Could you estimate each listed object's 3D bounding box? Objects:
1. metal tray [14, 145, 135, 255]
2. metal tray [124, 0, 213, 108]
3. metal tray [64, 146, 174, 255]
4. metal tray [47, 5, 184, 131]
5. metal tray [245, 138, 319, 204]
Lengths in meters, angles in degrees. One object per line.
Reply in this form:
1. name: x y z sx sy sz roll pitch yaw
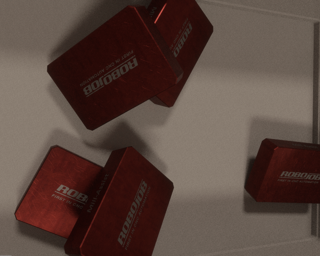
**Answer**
1. metal tray: -0.091 0.088 0.375 0.131 0.030 0.090 29 80 -18
2. metal tray: 0.010 -0.103 0.392 0.090 0.030 0.130 38 76 -44
3. metal tray: -0.039 0.098 0.355 0.090 0.030 0.130 45 48 -28
4. metal tray: -0.052 -0.063 0.346 0.130 0.030 0.090 -27 103 25
5. metal tray: 0.203 0.067 0.468 0.131 0.030 0.089 7 110 -20
